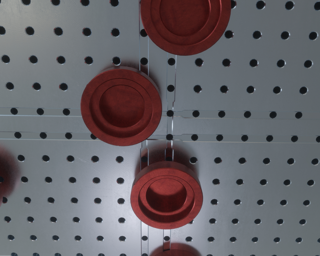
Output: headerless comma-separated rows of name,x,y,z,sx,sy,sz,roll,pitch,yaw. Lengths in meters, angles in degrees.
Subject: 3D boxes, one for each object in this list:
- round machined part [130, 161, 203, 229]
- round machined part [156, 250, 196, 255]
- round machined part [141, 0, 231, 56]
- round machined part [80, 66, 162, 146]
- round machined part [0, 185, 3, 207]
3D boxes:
round machined part,0.009,0.090,0.437,0.099,0.042,0.097,0,110,0
round machined part,0.025,0.248,0.496,0.099,0.042,0.097,0,110,0
round machined part,0.028,-0.135,0.355,0.099,0.042,0.097,0,110,0
round machined part,-0.047,-0.029,0.393,0.099,0.042,0.097,0,110,0
round machined part,-0.270,0.089,0.435,0.099,0.042,0.097,0,110,0
